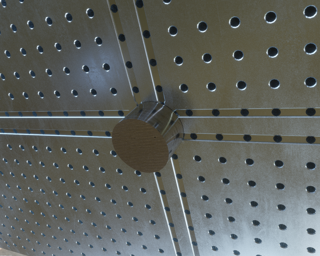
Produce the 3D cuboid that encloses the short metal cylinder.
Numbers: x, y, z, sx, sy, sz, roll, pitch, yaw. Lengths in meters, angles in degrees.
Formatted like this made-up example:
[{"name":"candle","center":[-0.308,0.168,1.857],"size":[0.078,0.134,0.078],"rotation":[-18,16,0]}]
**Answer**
[{"name":"short metal cylinder","center":[-0.016,0.012,0.408],"size":[0.080,0.050,0.079],"rotation":[13,124,20]}]
